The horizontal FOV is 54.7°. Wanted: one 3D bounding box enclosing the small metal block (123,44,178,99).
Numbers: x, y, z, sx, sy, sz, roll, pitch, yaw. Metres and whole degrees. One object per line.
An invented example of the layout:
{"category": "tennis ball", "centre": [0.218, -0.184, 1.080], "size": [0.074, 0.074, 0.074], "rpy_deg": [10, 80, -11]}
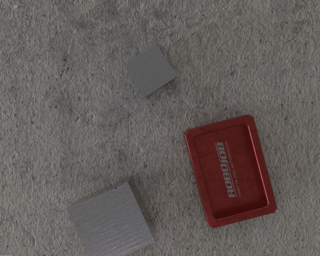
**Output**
{"category": "small metal block", "centre": [-0.012, -0.074, 0.410], "size": [0.050, 0.025, 0.050], "rpy_deg": [-34, 90, 0]}

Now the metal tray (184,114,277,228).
{"category": "metal tray", "centre": [0.090, 0.055, 0.408], "size": [0.091, 0.030, 0.129], "rpy_deg": [-15, 90, 0]}

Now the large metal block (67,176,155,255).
{"category": "large metal block", "centre": [-0.059, 0.117, 0.397], "size": [0.080, 0.050, 0.080], "rpy_deg": [-24, 90, 0]}
